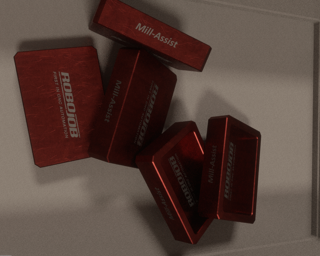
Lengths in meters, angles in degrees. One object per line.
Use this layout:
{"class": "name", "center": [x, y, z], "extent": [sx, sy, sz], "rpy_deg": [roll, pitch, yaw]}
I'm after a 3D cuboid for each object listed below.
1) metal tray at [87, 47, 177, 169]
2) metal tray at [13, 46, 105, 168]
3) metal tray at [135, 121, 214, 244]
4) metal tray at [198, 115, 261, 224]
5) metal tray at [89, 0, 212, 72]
{"class": "metal tray", "center": [-0.028, -0.019, 0.372], "extent": [0.090, 0.030, 0.129], "rpy_deg": [25, 79, -57]}
{"class": "metal tray", "center": [-0.112, -0.026, 0.367], "extent": [0.091, 0.030, 0.129], "rpy_deg": [-11, 94, -20]}
{"class": "metal tray", "center": [0.032, 0.067, 0.393], "extent": [0.091, 0.030, 0.129], "rpy_deg": [-40, 113, -40]}
{"class": "metal tray", "center": [0.097, 0.057, 0.415], "extent": [0.090, 0.030, 0.129], "rpy_deg": [22, 71, -42]}
{"class": "metal tray", "center": [-0.015, -0.107, 0.368], "extent": [0.131, 0.090, 0.030], "rpy_deg": [20, 96, -19]}
